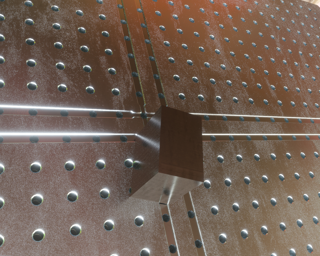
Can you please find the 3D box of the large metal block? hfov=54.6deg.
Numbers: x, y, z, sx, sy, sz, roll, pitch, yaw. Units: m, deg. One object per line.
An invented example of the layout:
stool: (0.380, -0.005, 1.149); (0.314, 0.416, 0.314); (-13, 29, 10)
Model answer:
large metal block: (0.006, 0.033, 0.355); (0.050, 0.080, 0.080); (16, 56, -19)
